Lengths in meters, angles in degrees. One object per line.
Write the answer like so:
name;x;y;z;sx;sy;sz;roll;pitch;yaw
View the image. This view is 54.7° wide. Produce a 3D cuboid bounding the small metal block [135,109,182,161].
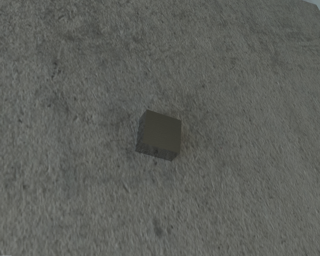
small metal block;-0.001;0.010;0.399;0.050;0.025;0.050;17;55;-19
